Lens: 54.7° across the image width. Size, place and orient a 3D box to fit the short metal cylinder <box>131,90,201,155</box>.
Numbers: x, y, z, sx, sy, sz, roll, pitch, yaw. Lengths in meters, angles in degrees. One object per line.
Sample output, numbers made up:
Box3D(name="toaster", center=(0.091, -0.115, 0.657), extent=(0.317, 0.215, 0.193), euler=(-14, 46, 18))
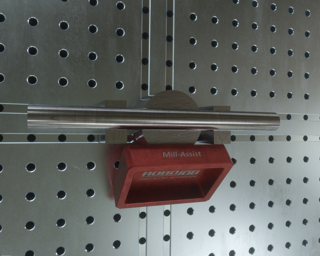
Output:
Box3D(name="short metal cylinder", center=(0.007, -0.007, 0.401), extent=(0.081, 0.050, 0.080), euler=(0, 90, -20))

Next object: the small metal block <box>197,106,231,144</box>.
Box3D(name="small metal block", center=(0.072, -0.004, 0.426), extent=(0.025, 0.050, 0.050), euler=(-1, 91, -20))

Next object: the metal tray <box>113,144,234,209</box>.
Box3D(name="metal tray", center=(0.014, 0.060, 0.386), extent=(0.131, 0.089, 0.030), euler=(0, 47, -20))

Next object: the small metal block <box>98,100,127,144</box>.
Box3D(name="small metal block", center=(-0.059, -0.007, 0.378), extent=(0.025, 0.050, 0.050), euler=(-1, 91, -20))

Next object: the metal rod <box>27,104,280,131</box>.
Box3D(name="metal rod", center=(0.010, -0.010, 0.363), extent=(0.302, 0.025, 0.025), euler=(1, 90, -20))
